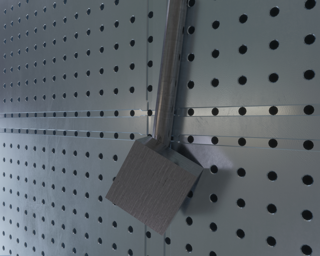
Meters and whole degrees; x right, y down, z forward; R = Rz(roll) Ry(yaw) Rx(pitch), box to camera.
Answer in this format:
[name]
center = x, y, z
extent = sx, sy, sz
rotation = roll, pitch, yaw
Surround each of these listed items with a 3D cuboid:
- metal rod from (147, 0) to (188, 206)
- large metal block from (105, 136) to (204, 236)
[metal rod]
center = 0.006, -0.021, 0.404
extent = 0.025, 0.025, 0.298
rotation = 11, 97, 39
[large metal block]
center = -0.005, 0.066, 0.373
extent = 0.080, 0.050, 0.080
rotation = 31, 101, 12
